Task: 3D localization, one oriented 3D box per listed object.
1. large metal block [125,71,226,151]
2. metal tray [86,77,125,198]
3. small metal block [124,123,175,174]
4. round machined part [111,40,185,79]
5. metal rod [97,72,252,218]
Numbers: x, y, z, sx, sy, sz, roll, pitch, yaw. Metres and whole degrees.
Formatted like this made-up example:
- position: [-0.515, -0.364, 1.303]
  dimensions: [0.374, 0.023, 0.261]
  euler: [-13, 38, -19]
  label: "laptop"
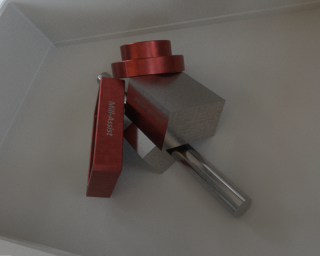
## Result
- position: [0.015, -0.024, 0.368]
  dimensions: [0.081, 0.050, 0.080]
  euler: [-14, 41, -35]
  label: "large metal block"
- position: [-0.069, 0.012, 0.391]
  dimensions: [0.030, 0.089, 0.130]
  euler: [7, 56, -15]
  label: "metal tray"
- position: [-0.014, 0.023, 0.379]
  dimensions: [0.025, 0.050, 0.050]
  euler: [-44, 51, -2]
  label: "small metal block"
- position: [-0.017, -0.093, 0.419]
  dimensions: [0.098, 0.099, 0.042]
  euler: [-2, 102, 27]
  label: "round machined part"
- position: [-0.003, 0.001, 0.403]
  dimensions: [0.025, 0.025, 0.300]
  euler: [-45, 51, -3]
  label: "metal rod"
